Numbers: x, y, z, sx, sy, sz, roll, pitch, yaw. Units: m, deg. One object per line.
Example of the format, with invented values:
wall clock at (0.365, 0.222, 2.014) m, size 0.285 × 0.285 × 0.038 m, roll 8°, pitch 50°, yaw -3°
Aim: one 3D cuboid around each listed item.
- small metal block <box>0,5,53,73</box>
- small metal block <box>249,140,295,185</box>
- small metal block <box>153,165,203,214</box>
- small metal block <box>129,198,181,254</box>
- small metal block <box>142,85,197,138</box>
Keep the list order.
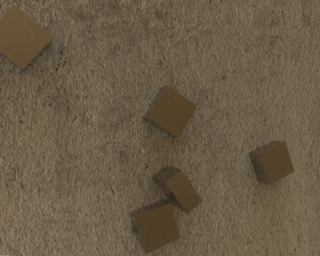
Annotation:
small metal block at (-0.159, -0.099, 0.350) m, size 0.050 × 0.025 × 0.050 m, roll 40°, pitch 77°, yaw -16°
small metal block at (0.170, 0.052, 0.472) m, size 0.050 × 0.025 × 0.050 m, roll -22°, pitch 98°, yaw -19°
small metal block at (0.022, 0.079, 0.404) m, size 0.025 × 0.050 × 0.050 m, roll -37°, pitch 102°, yaw -16°
small metal block at (-0.006, 0.128, 0.407) m, size 0.050 × 0.025 × 0.050 m, roll -18°, pitch 96°, yaw -19°
small metal block at (0.013, -0.021, 0.414) m, size 0.050 × 0.025 × 0.050 m, roll 34°, pitch 79°, yaw -17°
